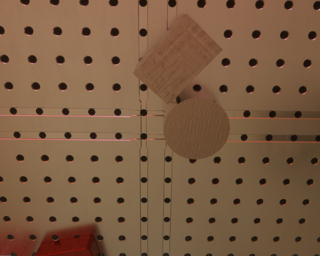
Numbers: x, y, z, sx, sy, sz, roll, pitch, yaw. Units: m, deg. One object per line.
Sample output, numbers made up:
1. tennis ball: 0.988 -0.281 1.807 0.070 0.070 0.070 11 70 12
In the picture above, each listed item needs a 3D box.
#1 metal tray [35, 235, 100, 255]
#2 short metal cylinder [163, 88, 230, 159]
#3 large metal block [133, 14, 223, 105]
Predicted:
1. metal tray: -0.136 0.240 0.497 0.090 0.030 0.129 -11 110 4
2. short metal cylinder: 0.044 -0.007 0.398 0.081 0.050 0.079 0 110 0
3. large metal block: 0.018 -0.082 0.354 0.050 0.080 0.080 41 105 -14
